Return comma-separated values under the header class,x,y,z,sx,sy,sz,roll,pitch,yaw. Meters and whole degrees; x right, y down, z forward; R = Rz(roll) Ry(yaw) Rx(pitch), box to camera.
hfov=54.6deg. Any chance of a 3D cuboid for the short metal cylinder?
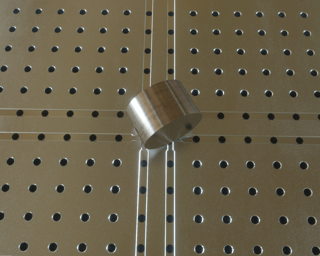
class,x,y,z,sx,sy,sz,roll,pitch,yaw
short metal cylinder,0.005,-0.016,0.388,0.080,0.080,0.050,-27,72,-9
